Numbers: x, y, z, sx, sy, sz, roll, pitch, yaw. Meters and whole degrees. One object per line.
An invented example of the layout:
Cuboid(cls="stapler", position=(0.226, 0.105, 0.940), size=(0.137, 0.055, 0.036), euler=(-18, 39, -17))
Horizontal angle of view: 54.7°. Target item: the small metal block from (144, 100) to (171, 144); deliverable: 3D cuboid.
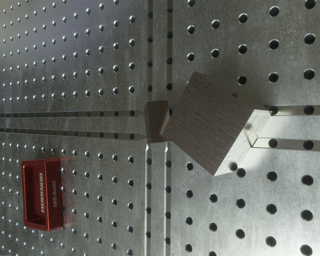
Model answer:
Cuboid(cls="small metal block", position=(-0.004, -0.006, 0.395), size=(0.050, 0.025, 0.050), euler=(147, 117, -80))

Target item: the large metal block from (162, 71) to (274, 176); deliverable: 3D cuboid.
Cuboid(cls="large metal block", position=(0.062, -0.006, 0.342), size=(0.080, 0.050, 0.079), euler=(40, 114, 32))

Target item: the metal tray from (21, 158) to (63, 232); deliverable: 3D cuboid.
Cuboid(cls="metal tray", position=(-0.227, 0.125, 0.593), size=(0.090, 0.030, 0.129), euler=(-7, 85, 39))
